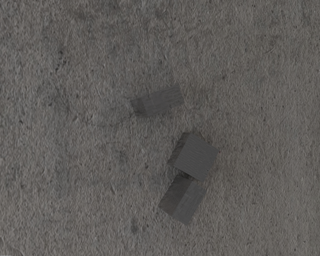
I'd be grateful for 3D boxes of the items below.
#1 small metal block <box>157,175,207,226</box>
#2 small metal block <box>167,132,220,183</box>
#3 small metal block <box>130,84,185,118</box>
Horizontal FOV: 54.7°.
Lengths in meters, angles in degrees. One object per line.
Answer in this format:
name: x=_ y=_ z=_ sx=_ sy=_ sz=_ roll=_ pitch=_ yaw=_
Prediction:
small metal block: x=0.028 y=0.093 z=0.406 sx=0.025 sy=0.050 sz=0.050 roll=36 pitch=79 yaw=-17
small metal block: x=0.046 y=0.040 z=0.426 sx=0.050 sy=0.025 sz=0.050 roll=31 pitch=80 yaw=-18
small metal block: x=-0.004 y=-0.033 z=0.394 sx=0.050 sy=0.050 sz=0.025 roll=-22 pitch=98 yaw=-19
